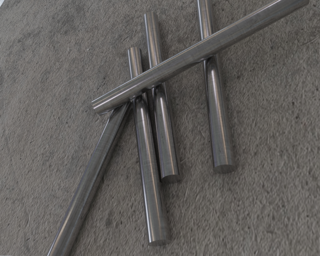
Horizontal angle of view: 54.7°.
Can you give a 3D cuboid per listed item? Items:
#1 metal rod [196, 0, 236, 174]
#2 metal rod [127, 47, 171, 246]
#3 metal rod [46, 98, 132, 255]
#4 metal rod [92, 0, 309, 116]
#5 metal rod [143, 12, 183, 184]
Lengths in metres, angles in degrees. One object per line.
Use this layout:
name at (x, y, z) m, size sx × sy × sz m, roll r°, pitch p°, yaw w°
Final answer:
metal rod at (0.070, -0.082, 0.417) m, size 0.025 × 0.025 × 0.299 m, roll -14°, pitch 56°, yaw 21°
metal rod at (-0.021, 0.001, 0.414) m, size 0.025 × 0.025 × 0.299 m, roll -21°, pitch 54°, yaw 16°
metal rod at (-0.100, 0.092, 0.399) m, size 0.025 × 0.025 × 0.300 m, roll 7°, pitch 65°, yaw 31°
metal rod at (0.044, -0.095, 0.405) m, size 0.300 × 0.025 × 0.025 m, roll -27°, pitch 52°, yaw 11°
metal rod at (-0.001, -0.064, 0.443) m, size 0.025 × 0.025 × 0.299 m, roll -19°, pitch 54°, yaw 17°
